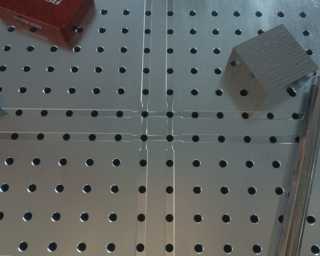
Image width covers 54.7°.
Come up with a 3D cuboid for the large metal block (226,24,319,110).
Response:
[{"bbox_3d":[0.152,-0.084,0.430,0.080,0.050,0.080,-27,72,-10],"label":"large metal block"}]

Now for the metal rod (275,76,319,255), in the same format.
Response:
[{"bbox_3d":[0.178,0.066,0.388,0.025,0.025,0.300,18,71,6],"label":"metal rod"}]

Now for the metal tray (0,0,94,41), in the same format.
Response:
[{"bbox_3d":[-0.182,-0.198,0.480,0.130,0.030,0.090,22,71,7],"label":"metal tray"}]
